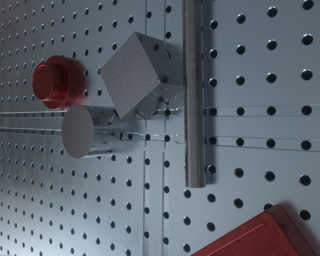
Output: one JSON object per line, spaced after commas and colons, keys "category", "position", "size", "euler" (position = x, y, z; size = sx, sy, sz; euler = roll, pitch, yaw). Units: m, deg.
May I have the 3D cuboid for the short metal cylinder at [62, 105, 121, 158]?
{"category": "short metal cylinder", "position": [-0.107, 0.005, 0.479], "size": [0.080, 0.050, 0.079], "euler": [0, 90, 39]}

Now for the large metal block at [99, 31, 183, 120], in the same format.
{"category": "large metal block", "position": [-0.025, -0.066, 0.412], "size": [0.080, 0.050, 0.080], "euler": [-39, 67, 33]}

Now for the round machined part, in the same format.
{"category": "round machined part", "position": [-0.191, -0.081, 0.552], "size": [0.098, 0.042, 0.097], "euler": [0, 90, 39]}

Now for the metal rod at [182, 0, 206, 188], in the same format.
{"category": "metal rod", "position": [0.041, -0.079, 0.374], "size": [0.025, 0.025, 0.298], "euler": [-2, 89, 39]}

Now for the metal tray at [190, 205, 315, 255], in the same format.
{"category": "metal tray", "position": [0.096, 0.153, 0.326], "size": [0.129, 0.030, 0.090], "euler": [-45, 64, 30]}
